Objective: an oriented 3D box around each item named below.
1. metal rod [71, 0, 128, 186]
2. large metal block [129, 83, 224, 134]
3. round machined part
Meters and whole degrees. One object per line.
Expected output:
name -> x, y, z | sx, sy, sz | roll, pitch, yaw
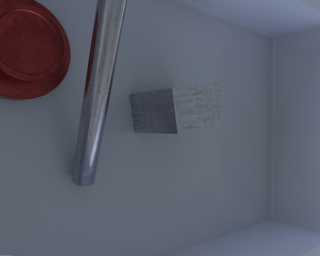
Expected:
metal rod -> -0.050, -0.076, 0.281 | 0.025, 0.025, 0.298 | -7, 121, -40
large metal block -> 0.020, -0.025, 0.390 | 0.081, 0.080, 0.050 | -12, 98, -40
round machined part -> -0.129, -0.076, 0.288 | 0.099, 0.042, 0.097 | 0, 90, -40
